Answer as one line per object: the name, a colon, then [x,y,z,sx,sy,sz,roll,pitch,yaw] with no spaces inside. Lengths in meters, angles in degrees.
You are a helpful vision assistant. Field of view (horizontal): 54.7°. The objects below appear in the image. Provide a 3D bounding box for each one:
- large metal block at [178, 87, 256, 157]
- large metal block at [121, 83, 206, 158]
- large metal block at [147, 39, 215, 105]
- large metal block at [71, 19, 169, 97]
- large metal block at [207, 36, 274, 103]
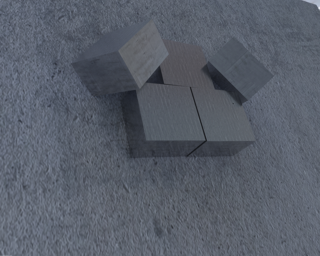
large metal block: [0.075,-0.007,0.433,0.081,0.050,0.080,1,61,-28]
large metal block: [0.002,-0.009,0.396,0.081,0.050,0.080,1,61,-28]
large metal block: [0.023,-0.079,0.452,0.081,0.050,0.080,3,61,-27]
large metal block: [-0.048,-0.087,0.389,0.080,0.080,0.050,-56,130,-39]
large metal block: [0.118,-0.084,0.479,0.050,0.080,0.080,-44,86,1]
